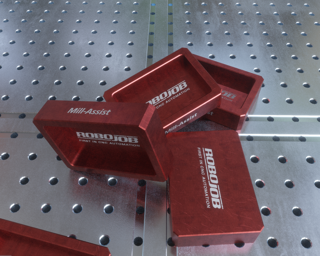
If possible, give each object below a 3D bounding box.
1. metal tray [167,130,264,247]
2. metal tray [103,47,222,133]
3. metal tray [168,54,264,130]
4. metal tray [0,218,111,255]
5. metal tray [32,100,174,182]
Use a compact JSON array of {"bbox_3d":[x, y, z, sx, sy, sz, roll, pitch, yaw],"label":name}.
[{"bbox_3d":[0.054,0.062,0.352,0.091,0.030,0.130,-2,50,-2],"label":"metal tray"},{"bbox_3d":[0.003,-0.039,0.407,0.130,0.030,0.090,-31,65,-6],"label":"metal tray"},{"bbox_3d":[0.073,-0.058,0.453,0.130,0.030,0.090,23,54,18],"label":"metal tray"},{"bbox_3d":[-0.119,0.143,0.283,0.130,0.030,0.090,11,51,9],"label":"metal tray"},{"bbox_3d":[-0.058,0.014,0.333,0.130,0.090,0.030,4,49,22],"label":"metal tray"}]
